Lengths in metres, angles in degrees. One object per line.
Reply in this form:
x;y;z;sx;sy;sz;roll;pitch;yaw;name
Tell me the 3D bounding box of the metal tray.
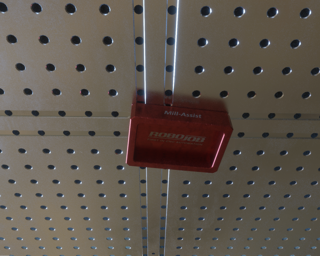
0.023;0.016;0.422;0.131;0.030;0.089;6;130;-6;metal tray
